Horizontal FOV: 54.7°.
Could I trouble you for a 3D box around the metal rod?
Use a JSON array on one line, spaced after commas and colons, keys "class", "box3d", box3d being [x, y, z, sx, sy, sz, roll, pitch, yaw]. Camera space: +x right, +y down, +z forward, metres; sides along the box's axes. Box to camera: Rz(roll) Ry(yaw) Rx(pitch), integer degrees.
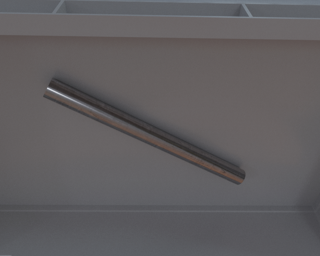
[{"class": "metal rod", "box3d": [-0.005, 0.014, 0.418, 0.302, 0.025, 0.025, 26, 125, -21]}]
